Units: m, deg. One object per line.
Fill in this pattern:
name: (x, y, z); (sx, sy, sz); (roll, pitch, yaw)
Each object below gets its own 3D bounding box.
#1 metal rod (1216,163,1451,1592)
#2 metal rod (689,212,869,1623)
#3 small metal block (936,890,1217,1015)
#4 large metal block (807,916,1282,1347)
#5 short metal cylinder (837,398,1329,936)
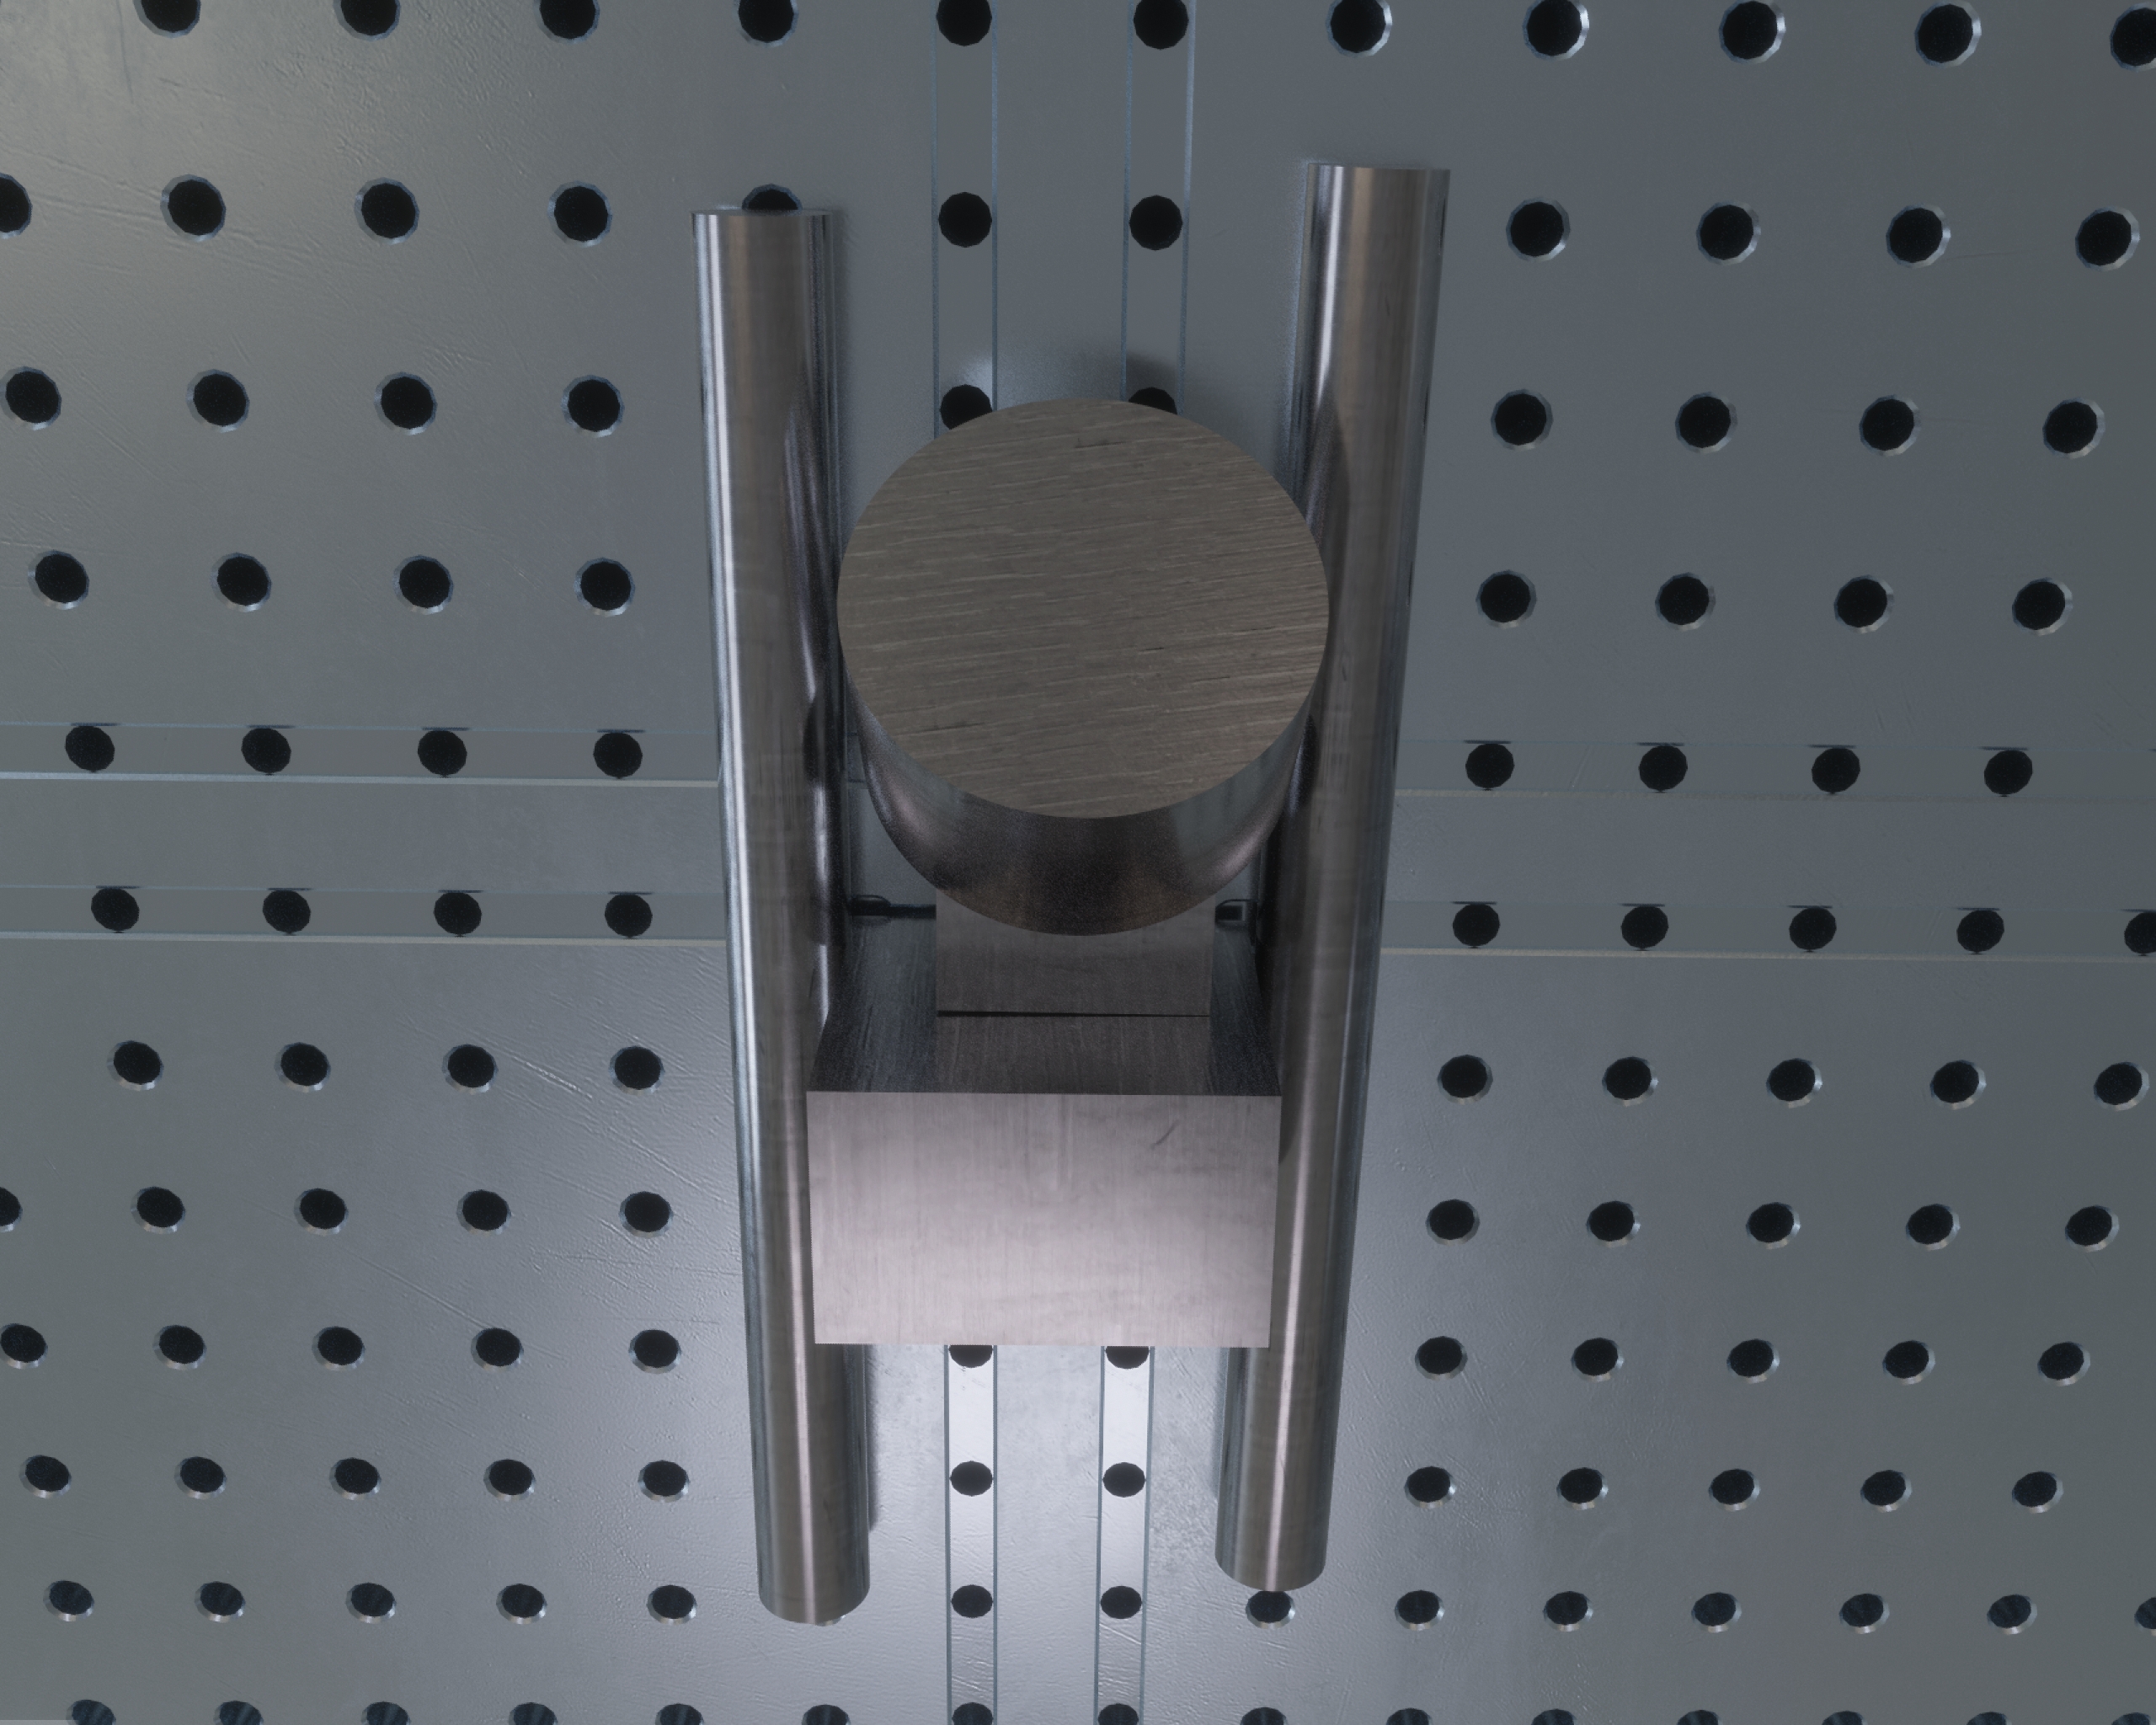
metal rod: (0.048, 0.017, 0.420); (0.025, 0.025, 0.298); (2, 110, -1)
metal rod: (-0.058, 0.024, 0.422); (0.025, 0.025, 0.298); (1, 110, 0)
small metal block: (-0.001, 0.007, 0.402); (0.050, 0.050, 0.025); (1, 110, -1)
large metal block: (-0.006, 0.049, 0.399); (0.081, 0.080, 0.050); (1, 110, -1)
short metal cylinder: (0.001, -0.033, 0.365); (0.081, 0.050, 0.080); (1, 66, -1)
